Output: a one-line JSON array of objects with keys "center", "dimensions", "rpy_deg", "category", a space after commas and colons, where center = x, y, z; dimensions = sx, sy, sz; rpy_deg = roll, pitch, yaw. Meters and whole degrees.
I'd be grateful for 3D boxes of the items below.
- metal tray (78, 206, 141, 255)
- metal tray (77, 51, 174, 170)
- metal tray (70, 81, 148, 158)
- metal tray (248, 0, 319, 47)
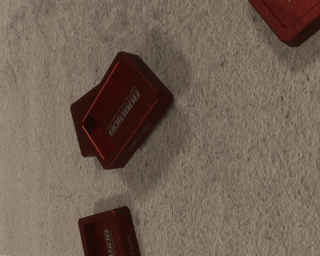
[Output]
[{"center": [-0.071, 0.189, 0.457], "dimensions": [0.090, 0.030, 0.129], "rpy_deg": [-25, 75, 37], "category": "metal tray"}, {"center": [-0.050, -0.020, 0.401], "dimensions": [0.090, 0.030, 0.129], "rpy_deg": [52, 120, 27], "category": "metal tray"}, {"center": [-0.078, -0.018, 0.463], "dimensions": [0.130, 0.030, 0.090], "rpy_deg": [-28, 73, 36], "category": "metal tray"}, {"center": [0.146, -0.150, 0.280], "dimensions": [0.129, 0.030, 0.090], "rpy_deg": [-42, 65, 31], "category": "metal tray"}]
